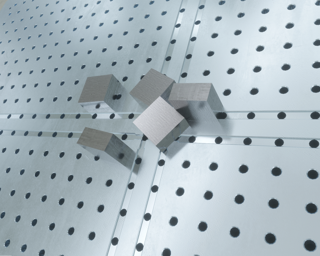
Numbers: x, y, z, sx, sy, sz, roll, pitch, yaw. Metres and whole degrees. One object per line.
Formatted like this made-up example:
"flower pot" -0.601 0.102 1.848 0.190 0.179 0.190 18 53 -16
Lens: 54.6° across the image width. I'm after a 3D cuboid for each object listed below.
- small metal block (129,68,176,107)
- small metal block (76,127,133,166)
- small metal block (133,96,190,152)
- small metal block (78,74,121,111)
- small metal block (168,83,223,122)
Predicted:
"small metal block" -0.007 -0.052 0.445 0.050 0.025 0.050 -49 51 -7
"small metal block" -0.074 0.025 0.417 0.050 0.050 0.025 12 68 33
"small metal block" 0.001 -0.005 0.408 0.050 0.025 0.050 -44 59 -2
"small metal block" -0.096 -0.056 0.495 0.050 0.025 0.050 -2 61 27
"small metal block" 0.046 -0.032 0.388 0.050 0.050 0.025 4 64 30
